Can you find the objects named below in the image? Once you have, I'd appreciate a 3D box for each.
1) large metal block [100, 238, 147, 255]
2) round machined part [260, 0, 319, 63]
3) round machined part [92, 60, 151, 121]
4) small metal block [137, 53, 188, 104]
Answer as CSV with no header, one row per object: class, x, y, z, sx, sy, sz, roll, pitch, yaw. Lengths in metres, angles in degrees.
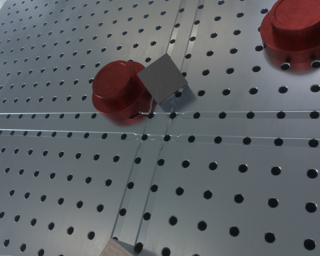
large metal block,-0.031,0.169,0.305,0.080,0.050,0.080,22,74,36
round machined part,0.176,-0.133,0.387,0.098,0.042,0.098,-13,56,21
round machined part,-0.062,-0.063,0.469,0.098,0.042,0.098,-13,56,21
small metal block,0.004,-0.067,0.431,0.050,0.025,0.050,-35,89,3
